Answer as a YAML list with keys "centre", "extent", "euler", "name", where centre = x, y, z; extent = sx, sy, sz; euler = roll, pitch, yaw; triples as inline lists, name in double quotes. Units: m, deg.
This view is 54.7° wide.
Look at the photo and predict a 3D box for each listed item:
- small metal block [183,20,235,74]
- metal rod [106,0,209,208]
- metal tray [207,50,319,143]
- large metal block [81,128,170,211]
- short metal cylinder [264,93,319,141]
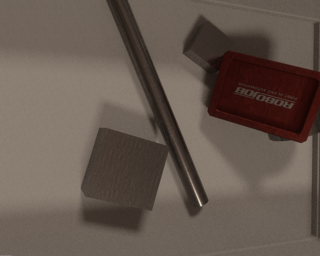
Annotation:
- centre: [0.069, -0.113, 0.437]
  extent: [0.050, 0.025, 0.050]
  euler: [33, 79, -18]
  name: "small metal block"
- centre: [-0.001, -0.032, 0.411]
  extent: [0.025, 0.025, 0.299]
  euler: [-25, 99, -19]
  name: "metal rod"
- centre: [0.139, -0.043, 0.410]
  extent: [0.130, 0.030, 0.089]
  euler: [18, 104, 16]
  name: "metal tray"
- centre: [-0.044, 0.049, 0.382]
  extent: [0.081, 0.050, 0.080]
  euler: [18, 84, -20]
  name: "large metal block"
- centre: [0.195, -0.017, 0.455]
  extent: [0.081, 0.080, 0.050]
  euler: [-20, 97, -19]
  name: "short metal cylinder"
